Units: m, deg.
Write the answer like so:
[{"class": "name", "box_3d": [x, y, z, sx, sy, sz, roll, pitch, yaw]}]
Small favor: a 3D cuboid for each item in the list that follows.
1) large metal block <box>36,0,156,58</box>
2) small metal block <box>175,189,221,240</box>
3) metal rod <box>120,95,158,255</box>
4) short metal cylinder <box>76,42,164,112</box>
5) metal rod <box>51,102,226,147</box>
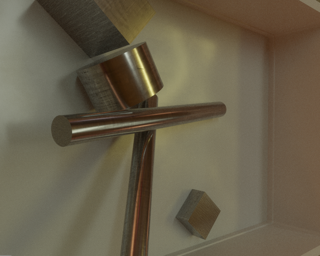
[{"class": "large metal block", "box_3d": [-0.066, -0.125, 0.317, 0.080, 0.080, 0.050, 48, 62, -30]}, {"class": "small metal block", "box_3d": [0.057, 0.127, 0.458, 0.050, 0.025, 0.050, 51, 60, -28]}, {"class": "metal rod", "box_3d": [-0.021, 0.080, 0.306, 0.025, 0.025, 0.300, 36, 41, -35]}, {"class": "short metal cylinder", "box_3d": [-0.043, -0.055, 0.337, 0.081, 0.080, 0.050, -36, 113, -34]}, {"class": "metal rod", "box_3d": [0.008, -0.013, 0.365, 0.302, 0.025, 0.025, -11, 97, -55]}]
